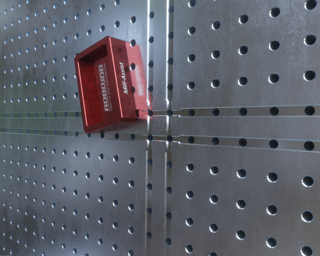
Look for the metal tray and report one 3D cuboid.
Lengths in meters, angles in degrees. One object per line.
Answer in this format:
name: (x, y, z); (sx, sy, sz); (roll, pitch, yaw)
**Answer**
metal tray: (-0.087, -0.063, 0.478); (0.090, 0.030, 0.129); (-16, 80, 39)
